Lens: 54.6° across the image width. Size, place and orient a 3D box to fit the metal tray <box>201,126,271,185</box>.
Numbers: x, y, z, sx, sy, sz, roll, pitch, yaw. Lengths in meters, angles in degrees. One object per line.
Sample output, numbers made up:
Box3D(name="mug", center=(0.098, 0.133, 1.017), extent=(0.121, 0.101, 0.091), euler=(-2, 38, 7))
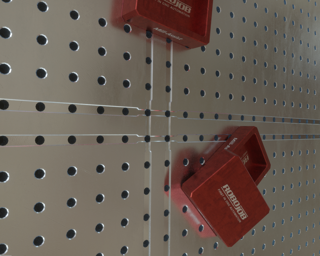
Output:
Box3D(name="metal tray", center=(0.128, 0.067, 0.511), extent=(0.131, 0.030, 0.090), euler=(-40, 114, -33))

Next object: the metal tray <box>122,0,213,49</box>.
Box3D(name="metal tray", center=(0.016, -0.170, 0.417), extent=(0.131, 0.030, 0.090), euler=(9, 84, -39))

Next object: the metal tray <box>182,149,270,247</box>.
Box3D(name="metal tray", center=(0.103, 0.108, 0.469), extent=(0.090, 0.030, 0.130), euler=(-39, 116, -8))
